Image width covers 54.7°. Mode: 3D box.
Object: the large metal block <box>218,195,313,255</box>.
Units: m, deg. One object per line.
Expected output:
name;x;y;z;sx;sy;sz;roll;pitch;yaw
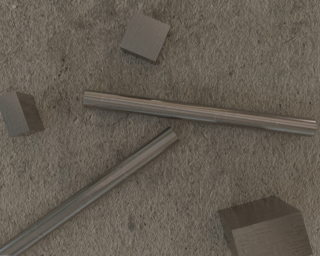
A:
large metal block;0.125;0.127;0.384;0.080;0.080;0.050;-15;90;0

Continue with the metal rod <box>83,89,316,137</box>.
metal rod;0.052;-0.019;0.410;0.302;0.025;0.025;7;90;-1

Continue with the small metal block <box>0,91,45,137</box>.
small metal block;-0.176;-0.017;0.395;0.025;0.050;0.050;-19;90;0

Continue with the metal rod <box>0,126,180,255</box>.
metal rod;-0.103;0.095;0.408;0.301;0.025;0.025;-35;90;-1

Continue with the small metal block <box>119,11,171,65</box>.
small metal block;-0.019;-0.118;0.410;0.050;0.025;0.050;23;90;-1
